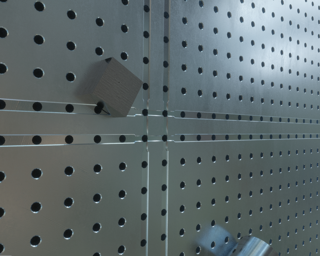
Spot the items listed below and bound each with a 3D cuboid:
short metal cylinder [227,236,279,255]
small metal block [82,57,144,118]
[{"bbox_3d":[0.151,0.225,0.504,0.050,0.080,0.080,-34,112,-35],"label":"short metal cylinder"},{"bbox_3d":[-0.055,-0.047,0.365,0.050,0.025,0.050,37,67,-34],"label":"small metal block"}]
